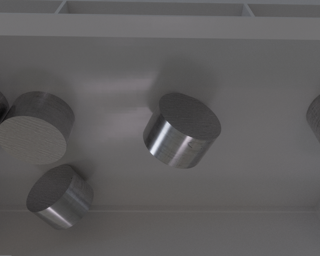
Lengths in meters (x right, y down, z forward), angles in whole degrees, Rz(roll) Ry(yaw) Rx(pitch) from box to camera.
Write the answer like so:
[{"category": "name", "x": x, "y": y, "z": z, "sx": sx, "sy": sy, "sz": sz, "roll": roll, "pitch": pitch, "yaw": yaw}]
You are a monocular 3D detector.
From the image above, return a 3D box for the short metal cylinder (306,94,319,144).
[{"category": "short metal cylinder", "x": 0.234, "y": -0.008, "z": 0.388, "sx": 0.081, "sy": 0.050, "sz": 0.079, "roll": 0, "pitch": 130, "yaw": 0}]

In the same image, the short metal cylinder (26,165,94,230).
[{"category": "short metal cylinder", "x": -0.147, "y": 0.102, "z": 0.458, "sx": 0.080, "sy": 0.080, "sz": 0.050, "roll": -21, "pitch": 127, "yaw": 17}]

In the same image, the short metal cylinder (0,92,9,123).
[{"category": "short metal cylinder", "x": -0.235, "y": -0.016, "z": 0.377, "sx": 0.081, "sy": 0.050, "sz": 0.079, "roll": 0, "pitch": 130, "yaw": 0}]

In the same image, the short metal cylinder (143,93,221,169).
[{"category": "short metal cylinder", "x": 0.026, "y": 0.002, "z": 0.375, "sx": 0.081, "sy": 0.080, "sz": 0.050, "roll": 18, "pitch": 128, "yaw": -15}]

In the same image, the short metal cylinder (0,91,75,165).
[{"category": "short metal cylinder", "x": -0.154, "y": 0.001, "z": 0.392, "sx": 0.081, "sy": 0.050, "sz": 0.079, "roll": 0, "pitch": 130, "yaw": 0}]
